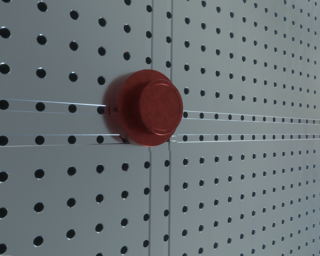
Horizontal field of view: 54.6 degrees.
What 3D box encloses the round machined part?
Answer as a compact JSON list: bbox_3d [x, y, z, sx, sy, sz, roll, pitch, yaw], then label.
[{"bbox_3d":[-0.009,-0.025,0.389,0.099,0.042,0.097,0,90,-39],"label":"round machined part"}]
